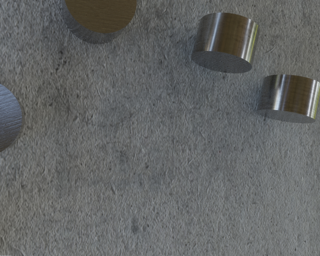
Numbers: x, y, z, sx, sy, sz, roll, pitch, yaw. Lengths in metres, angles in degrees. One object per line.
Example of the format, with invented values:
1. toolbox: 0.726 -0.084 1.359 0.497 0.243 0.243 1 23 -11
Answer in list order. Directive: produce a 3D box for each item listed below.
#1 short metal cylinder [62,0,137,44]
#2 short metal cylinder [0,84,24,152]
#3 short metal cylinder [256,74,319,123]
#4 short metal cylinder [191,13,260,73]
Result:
1. short metal cylinder: -0.073 -0.146 0.368 0.081 0.050 0.080 0 90 -20
2. short metal cylinder: -0.188 -0.010 0.326 0.081 0.050 0.080 0 90 -20
3. short metal cylinder: 0.186 -0.040 0.448 0.081 0.080 0.050 15 85 -20
4. short metal cylinder: 0.086 -0.110 0.411 0.081 0.080 0.050 15 85 -20
